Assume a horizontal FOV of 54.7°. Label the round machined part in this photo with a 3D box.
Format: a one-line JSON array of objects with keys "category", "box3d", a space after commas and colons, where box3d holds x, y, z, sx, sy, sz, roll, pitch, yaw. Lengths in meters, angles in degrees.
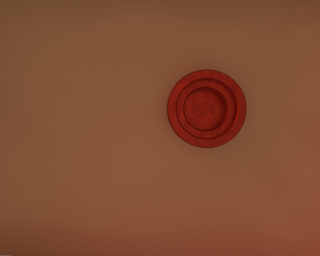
[{"category": "round machined part", "box3d": [0.058, -0.024, 0.404, 0.099, 0.042, 0.097, 0, 90, -1]}]
